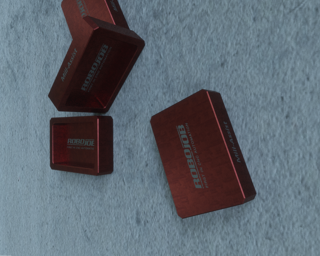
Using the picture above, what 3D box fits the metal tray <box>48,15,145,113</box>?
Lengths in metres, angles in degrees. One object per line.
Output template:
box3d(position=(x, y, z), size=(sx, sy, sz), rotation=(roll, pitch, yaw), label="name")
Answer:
box3d(position=(-0.088, -0.081, 0.432), size=(0.030, 0.091, 0.129), rotation=(48, 118, 29), label="metal tray")

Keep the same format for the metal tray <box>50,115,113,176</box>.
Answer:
box3d(position=(-0.131, 0.026, 0.506), size=(0.130, 0.030, 0.089), rotation=(-1, 90, 39), label="metal tray")

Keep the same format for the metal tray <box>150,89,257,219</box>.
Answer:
box3d(position=(0.046, 0.031, 0.363), size=(0.090, 0.030, 0.129), rotation=(-27, 73, 36), label="metal tray")

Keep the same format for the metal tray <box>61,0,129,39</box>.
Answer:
box3d(position=(-0.104, -0.171, 0.484), size=(0.090, 0.030, 0.130), rotation=(-34, 69, 34), label="metal tray")
